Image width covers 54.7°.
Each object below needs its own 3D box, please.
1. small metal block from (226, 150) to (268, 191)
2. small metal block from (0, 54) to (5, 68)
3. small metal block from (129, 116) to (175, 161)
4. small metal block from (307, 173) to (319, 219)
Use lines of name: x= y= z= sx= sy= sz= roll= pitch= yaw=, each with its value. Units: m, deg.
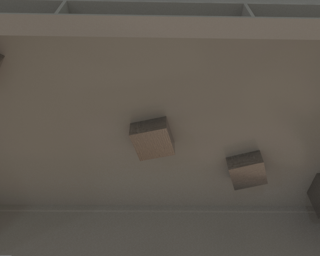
small metal block: x=0.130 y=0.064 z=0.465 sx=0.050 sy=0.025 sz=0.050 roll=-15 pitch=129 yaw=12
small metal block: x=-0.212 y=-0.069 z=0.348 sx=0.050 sy=0.025 sz=0.050 roll=28 pitch=125 yaw=-22
small metal block: x=-0.010 y=0.015 z=0.422 sx=0.050 sy=0.025 sz=0.050 roll=-11 pitch=130 yaw=9
small metal block: x=0.259 y=0.106 z=0.485 sx=0.025 sy=0.050 sz=0.050 roll=1 pitch=130 yaw=-1
